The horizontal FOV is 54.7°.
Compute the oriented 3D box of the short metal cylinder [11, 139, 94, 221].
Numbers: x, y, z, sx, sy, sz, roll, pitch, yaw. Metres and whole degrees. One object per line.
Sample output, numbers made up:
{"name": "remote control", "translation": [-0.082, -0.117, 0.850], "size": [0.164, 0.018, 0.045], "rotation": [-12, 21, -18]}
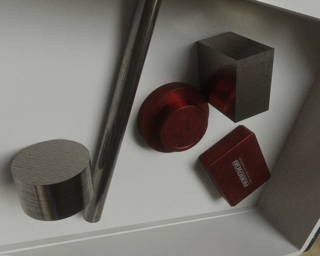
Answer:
{"name": "short metal cylinder", "translation": [-0.117, 0.055, 0.344], "size": [0.081, 0.080, 0.050], "rotation": [-12, 124, -22]}

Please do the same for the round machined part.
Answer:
{"name": "round machined part", "translation": [0.023, -0.007, 0.408], "size": [0.099, 0.042, 0.097], "rotation": [-14, 125, -21]}

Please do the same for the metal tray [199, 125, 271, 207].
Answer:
{"name": "metal tray", "translation": [0.130, 0.067, 0.520], "size": [0.090, 0.030, 0.130], "rotation": [-37, 130, -4]}

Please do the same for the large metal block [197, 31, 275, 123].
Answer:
{"name": "large metal block", "translation": [0.090, -0.065, 0.384], "size": [0.050, 0.080, 0.079], "rotation": [-20, 126, -17]}

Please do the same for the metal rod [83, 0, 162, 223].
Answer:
{"name": "metal rod", "translation": [-0.052, -0.006, 0.377], "size": [0.025, 0.025, 0.298], "rotation": [4, 117, -31]}
